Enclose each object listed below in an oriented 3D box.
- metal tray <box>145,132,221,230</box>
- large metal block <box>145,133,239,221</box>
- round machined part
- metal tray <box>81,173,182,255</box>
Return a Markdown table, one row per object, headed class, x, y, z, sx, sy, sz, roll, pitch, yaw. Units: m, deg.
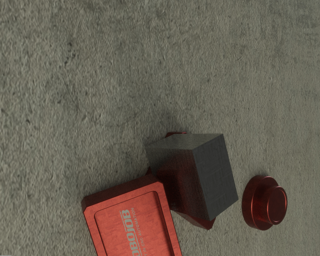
| class | x | y | z | sx | sy | sz | roll | pitch | yaw |
| --- | --- | --- | --- | --- | --- | --- | --- | --- | --- |
| metal tray | 0.043 | 0.076 | 0.440 | 0.130 | 0.030 | 0.090 | 43 | 64 | -32 |
| large metal block | 0.036 | 0.052 | 0.361 | 0.050 | 0.080 | 0.080 | -23 | 103 | -37 |
| round machined part | 0.195 | 0.137 | 0.561 | 0.099 | 0.042 | 0.097 | 0 | 90 | -40 |
| metal tray | -0.028 | 0.129 | 0.358 | 0.091 | 0.030 | 0.129 | -18 | 103 | -15 |
